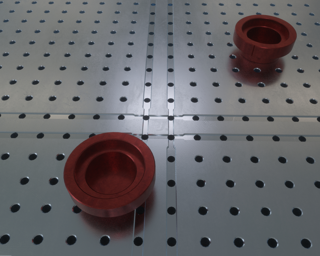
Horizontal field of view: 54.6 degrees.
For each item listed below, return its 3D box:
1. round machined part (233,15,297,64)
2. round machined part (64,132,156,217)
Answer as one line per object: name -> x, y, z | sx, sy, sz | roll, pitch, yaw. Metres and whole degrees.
round machined part -> 0.172, -0.145, 0.520 | 0.099, 0.042, 0.098 | 0, 50, 0
round machined part -> -0.054, 0.055, 0.350 | 0.099, 0.042, 0.098 | 0, 50, 0
